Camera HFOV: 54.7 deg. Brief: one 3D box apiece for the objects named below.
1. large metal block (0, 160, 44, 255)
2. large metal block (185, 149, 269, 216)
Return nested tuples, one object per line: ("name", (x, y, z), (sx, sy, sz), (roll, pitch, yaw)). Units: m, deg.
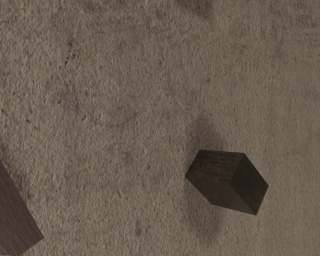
("large metal block", (-0.159, 0.078, 0.256), (0.081, 0.050, 0.080), (-33, 111, -35))
("large metal block", (0.098, 0.078, 0.454), (0.080, 0.080, 0.050), (48, 61, -30))
